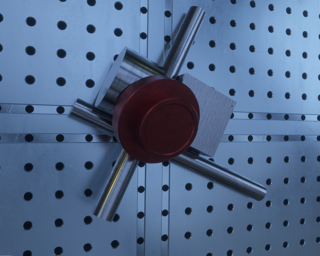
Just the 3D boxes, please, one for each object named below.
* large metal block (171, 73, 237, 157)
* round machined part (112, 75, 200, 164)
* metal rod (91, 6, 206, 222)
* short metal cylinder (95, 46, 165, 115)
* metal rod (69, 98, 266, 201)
[{"bbox_3d":[0.042,-0.016,0.412,0.080,0.050,0.080,27,81,-18],"label":"large metal block"},{"bbox_3d":[0.002,-0.005,0.335,0.099,0.042,0.097,-10,114,-24],"label":"round machined part"},{"bbox_3d":[-0.007,-0.030,0.390,0.025,0.025,0.300,30,73,-18],"label":"metal rod"},{"bbox_3d":[-0.037,-0.049,0.370,0.050,0.080,0.080,26,81,-19],"label":"short metal cylinder"},{"bbox_3d":[0.024,0.037,0.422,0.302,0.025,0.025,26,81,-19],"label":"metal rod"}]
